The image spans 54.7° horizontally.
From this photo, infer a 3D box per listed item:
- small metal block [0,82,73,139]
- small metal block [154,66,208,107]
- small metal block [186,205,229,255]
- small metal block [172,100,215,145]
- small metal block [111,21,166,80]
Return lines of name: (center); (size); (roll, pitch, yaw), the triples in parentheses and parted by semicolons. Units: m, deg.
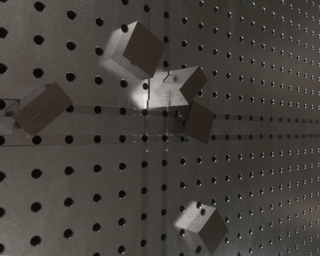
small metal block: (-0.119, -0.017, 0.294); (0.050, 0.050, 0.025); (-49, 120, -29)
small metal block: (0.028, -0.056, 0.418); (0.050, 0.050, 0.025); (-51, 121, -28)
small metal block: (0.073, 0.156, 0.474); (0.050, 0.025, 0.050); (-44, 117, -31)
small metal block: (0.050, -0.007, 0.453); (0.050, 0.025, 0.050); (26, 74, -37)
small metal block: (-0.026, -0.096, 0.389); (0.050, 0.025, 0.050); (32, 70, -36)
